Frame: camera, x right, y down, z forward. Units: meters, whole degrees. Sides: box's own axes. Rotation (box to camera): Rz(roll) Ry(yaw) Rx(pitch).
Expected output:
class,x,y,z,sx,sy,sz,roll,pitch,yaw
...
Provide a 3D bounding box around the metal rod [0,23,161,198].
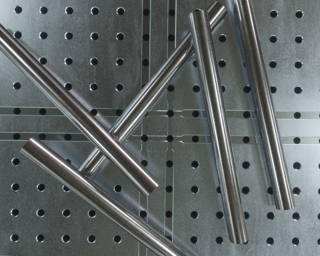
class,x,y,z,sx,sy,sz,roll,pitch,yaw
metal rod,-0.115,-0.028,0.394,0.300,0.025,0.025,44,90,7

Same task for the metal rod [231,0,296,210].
class,x,y,z,sx,sy,sz,roll,pitch,yaw
metal rod,0.137,-0.041,0.414,0.025,0.025,0.299,-12,90,0

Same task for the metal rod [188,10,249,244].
class,x,y,z,sx,sy,sz,roll,pitch,yaw
metal rod,0.076,0.003,0.399,0.025,0.025,0.298,-11,96,0

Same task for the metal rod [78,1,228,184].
class,x,y,z,sx,sy,sz,roll,pitch,yaw
metal rod,-0.014,-0.044,0.413,0.025,0.025,0.300,39,90,0

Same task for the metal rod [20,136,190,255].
class,x,y,z,sx,sy,sz,roll,pitch,yaw
metal rod,-0.046,0.114,0.395,0.300,0.025,0.025,40,90,-7
